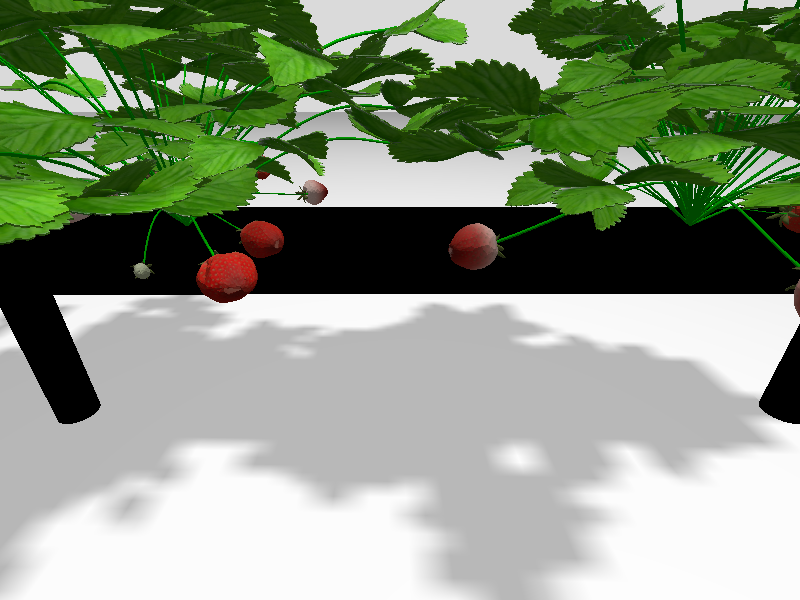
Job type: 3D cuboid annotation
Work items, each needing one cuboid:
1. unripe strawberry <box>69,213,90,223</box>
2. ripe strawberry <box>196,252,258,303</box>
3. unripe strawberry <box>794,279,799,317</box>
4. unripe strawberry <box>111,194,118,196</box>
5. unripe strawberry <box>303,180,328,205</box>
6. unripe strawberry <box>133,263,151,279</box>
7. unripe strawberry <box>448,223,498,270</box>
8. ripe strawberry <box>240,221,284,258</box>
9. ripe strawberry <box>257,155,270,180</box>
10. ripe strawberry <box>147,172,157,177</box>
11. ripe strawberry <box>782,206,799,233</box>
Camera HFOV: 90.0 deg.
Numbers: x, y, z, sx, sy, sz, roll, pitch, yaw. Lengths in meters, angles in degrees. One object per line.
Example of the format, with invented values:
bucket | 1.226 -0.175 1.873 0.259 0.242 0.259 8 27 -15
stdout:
unripe strawberry | -0.298 -0.085 0.361 0.033 0.029 0.033 2 27 6
ripe strawberry | -0.092 -0.011 0.216 0.031 0.028 0.028 -16 32 -29
unripe strawberry | 0.210 0.001 0.187 0.037 0.032 0.037 7 28 13
unripe strawberry | -0.316 -0.115 0.428 0.026 0.022 0.026 3 24 36
unripe strawberry | -0.089 -0.115 0.427 0.027 0.026 0.025 -20 33 -35
unripe strawberry | -0.162 -0.018 0.251 0.009 0.010 0.010 -6 28 -12
unripe strawberry | 0.047 -0.034 0.262 0.032 0.031 0.030 -13 29 -22
ripe strawberry | -0.094 -0.042 0.279 0.030 0.025 0.030 22 34 35
ripe strawberry | -0.197 -0.188 0.562 0.033 0.035 0.036 -1 26 -1
ripe strawberry | -0.314 -0.154 0.504 0.025 0.026 0.027 -18 31 -32
ripe strawberry | 0.346 -0.073 0.337 0.034 0.033 0.032 5 27 9
